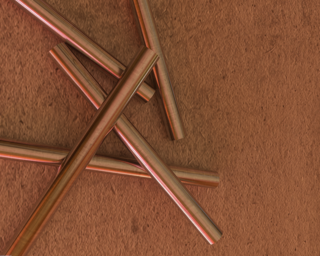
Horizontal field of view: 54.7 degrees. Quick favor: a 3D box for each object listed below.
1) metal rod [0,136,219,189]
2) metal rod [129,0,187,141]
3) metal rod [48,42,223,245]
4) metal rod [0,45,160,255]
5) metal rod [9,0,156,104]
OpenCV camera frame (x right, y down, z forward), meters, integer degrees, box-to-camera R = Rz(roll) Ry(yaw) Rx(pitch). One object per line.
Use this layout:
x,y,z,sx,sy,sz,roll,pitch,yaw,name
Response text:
-0.062,0.045,0.385,0.302,0.025,0.025,11,86,-20,metal rod
-0.017,-0.129,0.402,0.025,0.025,0.298,-18,96,-19,metal rod
-0.026,0.022,0.377,0.025,0.025,0.300,-41,95,-15,metal rod
-0.094,0.039,0.346,0.025,0.025,0.299,34,89,-17,metal rod
-0.128,-0.128,0.361,0.301,0.025,0.025,37,78,-16,metal rod
